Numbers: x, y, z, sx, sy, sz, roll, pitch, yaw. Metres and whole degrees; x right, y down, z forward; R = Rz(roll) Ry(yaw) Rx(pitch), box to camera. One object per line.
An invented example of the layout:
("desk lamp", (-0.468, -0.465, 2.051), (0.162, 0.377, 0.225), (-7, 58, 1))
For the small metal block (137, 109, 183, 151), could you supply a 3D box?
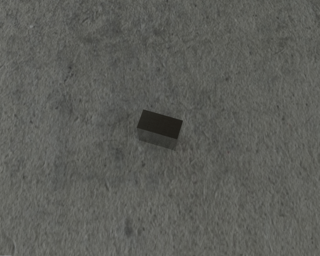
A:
("small metal block", (0.000, 0.004, 0.394), (0.050, 0.050, 0.025), (16, 71, 5))
